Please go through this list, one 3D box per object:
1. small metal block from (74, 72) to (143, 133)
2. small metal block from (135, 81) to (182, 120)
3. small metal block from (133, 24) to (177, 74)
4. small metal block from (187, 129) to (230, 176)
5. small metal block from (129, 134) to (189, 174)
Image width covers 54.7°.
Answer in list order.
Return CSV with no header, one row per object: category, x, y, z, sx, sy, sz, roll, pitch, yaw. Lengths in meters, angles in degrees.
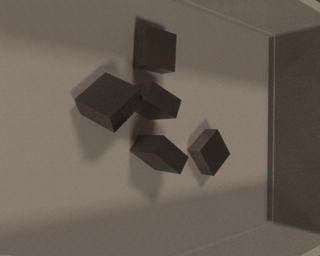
small metal block,-0.055,-0.029,0.342,0.050,0.050,0.025,-49,153,-29
small metal block,-0.011,-0.032,0.383,0.050,0.050,0.025,29,71,-37
small metal block,-0.006,-0.101,0.403,0.050,0.025,0.050,4,88,-40
small metal block,0.075,0.037,0.473,0.050,0.025,0.050,-46,118,-31
small metal block,-0.001,0.033,0.391,0.050,0.050,0.025,42,65,-33
